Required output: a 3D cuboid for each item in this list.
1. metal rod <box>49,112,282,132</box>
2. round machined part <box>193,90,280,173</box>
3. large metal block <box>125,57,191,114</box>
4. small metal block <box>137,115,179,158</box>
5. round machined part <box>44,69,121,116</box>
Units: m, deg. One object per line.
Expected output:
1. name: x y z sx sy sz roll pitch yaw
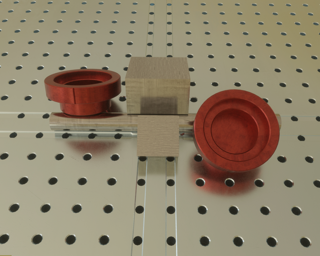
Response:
1. metal rod: 0.007 -0.008 0.415 0.302 0.025 0.025 0 50 0
2. round machined part: 0.089 0.006 0.376 0.099 0.042 0.098 0 75 0
3. large metal block: -0.002 -0.061 0.427 0.081 0.050 0.080 1 32 0
4. small metal block: -0.002 0.012 0.385 0.050 0.025 0.050 1 79 0
5. round machined part: -0.102 -0.048 0.420 0.099 0.042 0.098 0 24 0
